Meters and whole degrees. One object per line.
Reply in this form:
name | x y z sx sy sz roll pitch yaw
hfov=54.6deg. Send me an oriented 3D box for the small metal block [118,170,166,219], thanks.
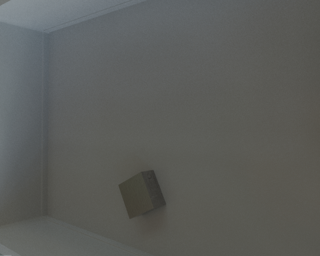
small metal block | -0.025 0.092 0.429 0.050 0.025 0.050 -34 69 35
